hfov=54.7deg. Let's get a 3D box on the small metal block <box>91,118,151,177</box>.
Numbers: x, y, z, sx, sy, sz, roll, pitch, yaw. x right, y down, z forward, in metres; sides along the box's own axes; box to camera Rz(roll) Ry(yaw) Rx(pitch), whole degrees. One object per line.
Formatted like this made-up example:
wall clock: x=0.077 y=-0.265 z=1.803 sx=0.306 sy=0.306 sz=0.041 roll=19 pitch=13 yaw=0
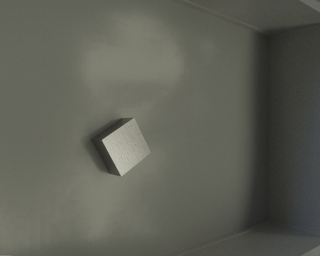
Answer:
small metal block: x=-0.046 y=0.022 z=0.370 sx=0.050 sy=0.025 sz=0.050 roll=-38 pitch=113 yaw=-34
